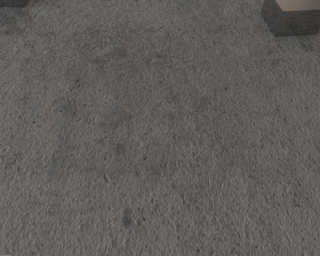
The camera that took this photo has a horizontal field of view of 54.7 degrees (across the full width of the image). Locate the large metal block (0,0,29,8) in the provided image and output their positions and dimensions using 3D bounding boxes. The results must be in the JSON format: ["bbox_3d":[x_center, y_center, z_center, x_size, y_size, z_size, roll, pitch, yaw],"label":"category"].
[{"bbox_3d":[-0.310,-0.290,0.628,0.080,0.050,0.080,4,50,3],"label":"large metal block"}]

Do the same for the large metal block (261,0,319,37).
[{"bbox_3d":[0.243,-0.214,0.568,0.081,0.050,0.080,-5,50,-4],"label":"large metal block"}]
